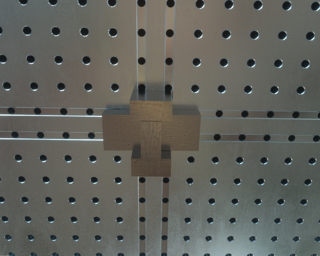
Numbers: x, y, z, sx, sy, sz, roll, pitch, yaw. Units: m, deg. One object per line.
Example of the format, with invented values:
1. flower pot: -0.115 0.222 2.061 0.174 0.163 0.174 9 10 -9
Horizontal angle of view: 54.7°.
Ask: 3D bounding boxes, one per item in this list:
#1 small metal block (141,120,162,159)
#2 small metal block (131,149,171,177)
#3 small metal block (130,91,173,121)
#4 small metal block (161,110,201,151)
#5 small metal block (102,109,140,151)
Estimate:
1. small metal block: -0.011 0.007 0.402 0.025 0.050 0.050 1 110 -1
2. small metal block: -0.011 0.042 0.415 0.050 0.050 0.025 1 110 -1
3. small metal block: -0.011 -0.029 0.389 0.050 0.050 0.025 1 110 -1
4. small metal block: 0.027 0.003 0.414 0.050 0.025 0.050 1 110 -1
5. small metal block: -0.049 0.002 0.413 0.050 0.025 0.050 0 110 -1
